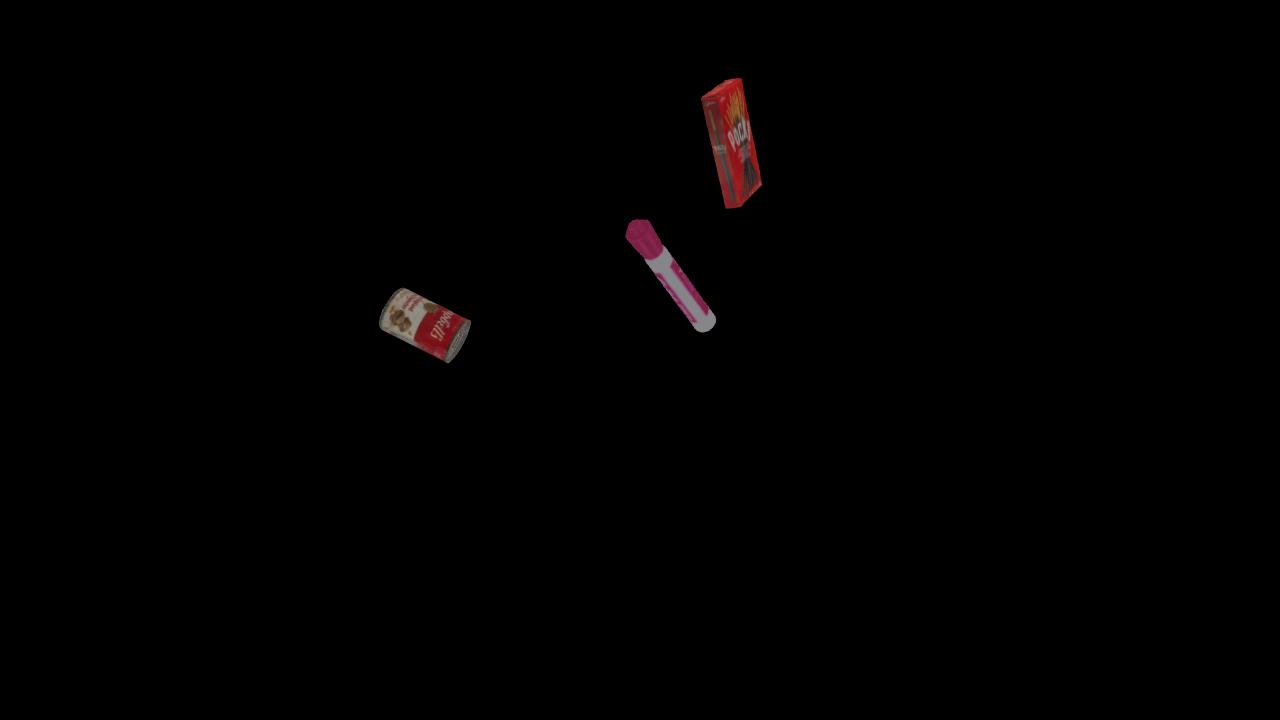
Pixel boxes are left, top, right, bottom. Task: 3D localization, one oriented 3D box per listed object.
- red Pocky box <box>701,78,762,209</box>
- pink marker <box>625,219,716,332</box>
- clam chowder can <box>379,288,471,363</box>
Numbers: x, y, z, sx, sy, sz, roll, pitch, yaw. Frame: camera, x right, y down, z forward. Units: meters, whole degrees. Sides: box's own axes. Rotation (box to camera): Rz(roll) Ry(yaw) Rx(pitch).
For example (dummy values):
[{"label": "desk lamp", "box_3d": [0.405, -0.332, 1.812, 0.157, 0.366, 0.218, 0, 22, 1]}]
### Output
[{"label": "red Pocky box", "box_3d": [0.129, -0.296, 0.847, 0.028, 0.155, 0.083, 5, 39, 35]}, {"label": "pink marker", "box_3d": [0.024, -0.058, 0.442, 0.020, 0.020, 0.121, 0, -29, 32]}, {"label": "clam chowder can", "box_3d": [-0.296, -0.048, 0.849, 0.102, 0.068, 0.068, 27, -2, -4]}]
